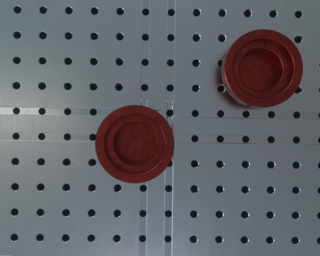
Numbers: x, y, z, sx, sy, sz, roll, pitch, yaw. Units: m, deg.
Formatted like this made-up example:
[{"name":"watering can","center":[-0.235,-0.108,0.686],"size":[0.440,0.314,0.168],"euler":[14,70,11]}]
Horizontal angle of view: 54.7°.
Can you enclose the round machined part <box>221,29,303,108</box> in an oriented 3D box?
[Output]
[{"name":"round machined part","center":[0.129,-0.074,0.406],"size":[0.099,0.042,0.097],"euler":[0,90,0]}]

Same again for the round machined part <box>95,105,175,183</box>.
[{"name":"round machined part","center":[-0.031,0.020,0.404],"size":[0.099,0.042,0.097],"euler":[0,90,0]}]
